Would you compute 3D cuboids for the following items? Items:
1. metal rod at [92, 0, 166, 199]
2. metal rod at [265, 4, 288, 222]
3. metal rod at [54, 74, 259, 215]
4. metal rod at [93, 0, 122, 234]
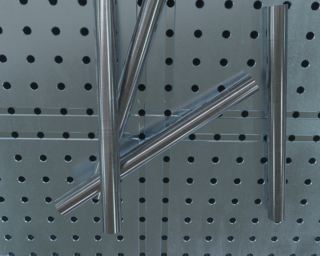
[{"bbox_3d":[-0.046,-0.038,0.398,0.025,0.025,0.298,17,109,-7],"label":"metal rod"},{"bbox_3d":[0.156,-0.005,0.413,0.025,0.025,0.298,-7,110,2],"label":"metal rod"},{"bbox_3d":[-0.007,0.024,0.404,0.301,0.025,0.025,-33,107,4],"label":"metal rod"},{"bbox_3d":[-0.063,-0.019,0.372,0.025,0.025,0.298,-1,98,0],"label":"metal rod"}]
